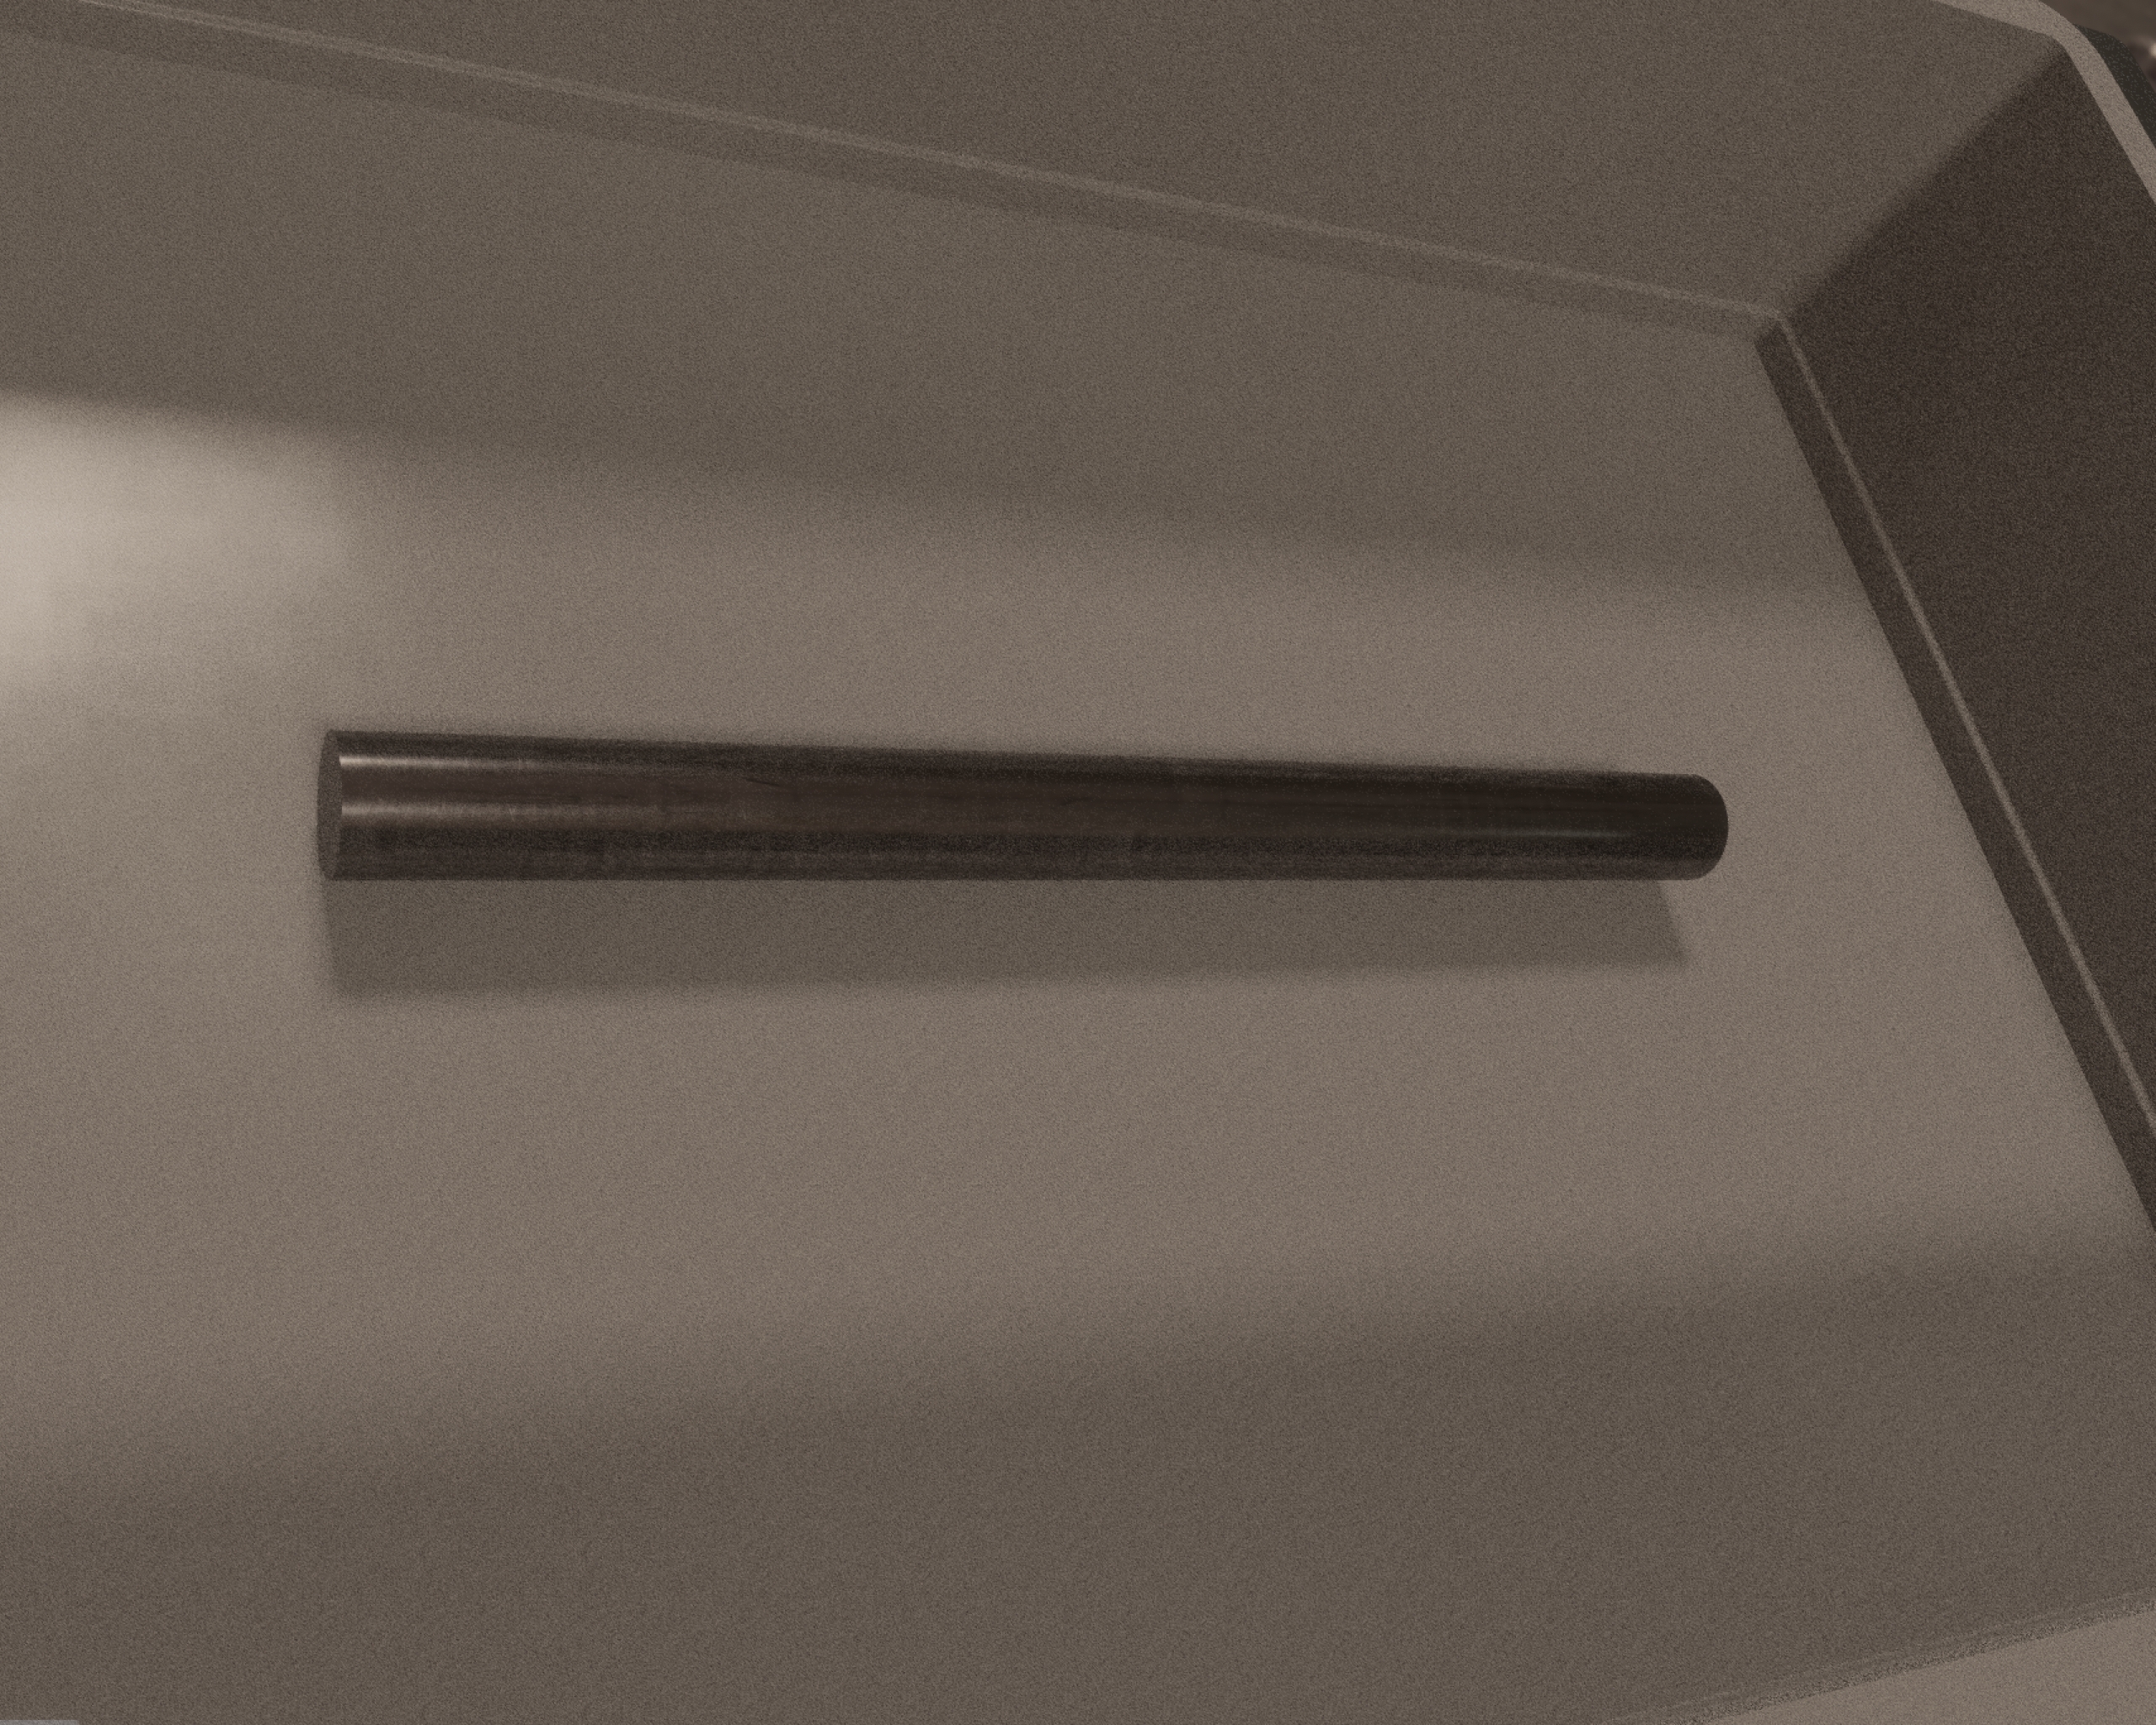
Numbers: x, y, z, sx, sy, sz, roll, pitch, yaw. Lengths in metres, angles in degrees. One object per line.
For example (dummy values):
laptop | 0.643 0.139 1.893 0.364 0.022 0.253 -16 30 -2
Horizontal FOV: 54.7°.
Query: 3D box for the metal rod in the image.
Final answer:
metal rod | 0.010 -0.009 0.415 0.303 0.025 0.025 0 62 -28
